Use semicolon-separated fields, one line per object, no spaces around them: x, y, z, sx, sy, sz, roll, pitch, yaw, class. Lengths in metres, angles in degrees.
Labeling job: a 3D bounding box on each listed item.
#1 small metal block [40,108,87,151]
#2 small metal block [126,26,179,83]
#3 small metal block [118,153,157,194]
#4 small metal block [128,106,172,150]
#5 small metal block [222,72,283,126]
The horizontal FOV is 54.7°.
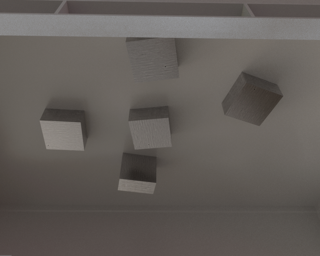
-0.126;0.003;0.410;0.050;0.025;0.050;3;130;-3;small metal block
-0.007;-0.080;0.341;0.050;0.025;0.050;-6;130;5;small metal block
-0.032;0.065;0.448;0.050;0.050;0.025;8;130;-7;small metal block
-0.012;0.000;0.409;0.050;0.025;0.050;-5;130;4;small metal block
0.112;-0.035;0.380;0.050;0.025;0.050;16;128;-14;small metal block
